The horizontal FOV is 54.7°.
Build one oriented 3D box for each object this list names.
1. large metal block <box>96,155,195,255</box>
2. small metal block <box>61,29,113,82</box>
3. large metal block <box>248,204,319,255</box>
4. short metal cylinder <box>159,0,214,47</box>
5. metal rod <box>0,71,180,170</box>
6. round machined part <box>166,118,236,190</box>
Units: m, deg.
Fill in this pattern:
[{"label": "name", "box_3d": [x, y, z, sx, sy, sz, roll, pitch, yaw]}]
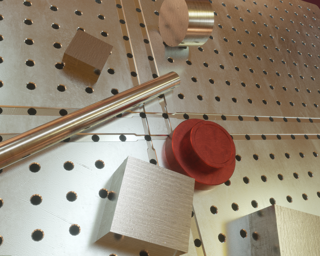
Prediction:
[{"label": "large metal block", "box_3d": [-0.013, 0.087, 0.332, 0.080, 0.050, 0.080, 22, 54, -16]}, {"label": "small metal block", "box_3d": [-0.097, -0.097, 0.415, 0.050, 0.025, 0.050, 24, 53, -13]}, {"label": "large metal block", "box_3d": [0.163, 0.150, 0.388, 0.081, 0.050, 0.080, 18, 55, -18]}, {"label": "short metal cylinder", "box_3d": [0.041, -0.173, 0.500, 0.050, 0.080, 0.080, -10, 67, -33]}, {"label": "metal rod", "box_3d": [-0.084, -0.014, 0.371, 0.302, 0.025, 0.025, -29, 78, -38]}, {"label": "round machined part", "box_3d": [0.061, 0.029, 0.412, 0.099, 0.042, 0.098, 14, 56, -21]}]
